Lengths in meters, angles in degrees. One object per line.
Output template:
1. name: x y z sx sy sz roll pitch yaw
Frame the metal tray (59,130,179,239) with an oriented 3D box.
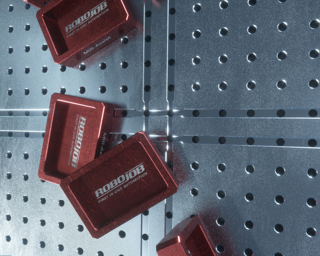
1. metal tray: -0.052 0.073 0.408 0.130 0.030 0.090 -32 90 6

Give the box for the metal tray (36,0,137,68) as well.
1. metal tray: -0.108 -0.158 0.448 0.130 0.030 0.090 -26 81 18

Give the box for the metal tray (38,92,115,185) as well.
1. metal tray: -0.123 0.020 0.454 0.090 0.030 0.129 13 94 19

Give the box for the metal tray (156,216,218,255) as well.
1. metal tray: 0.050 0.178 0.360 0.030 0.090 0.130 -30 80 18

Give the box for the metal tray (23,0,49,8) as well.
1. metal tray: -0.170 -0.260 0.471 0.130 0.030 0.090 -33 79 17
